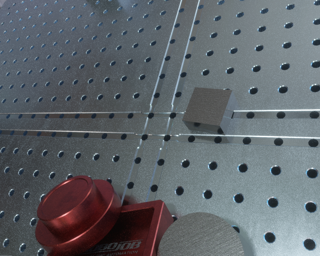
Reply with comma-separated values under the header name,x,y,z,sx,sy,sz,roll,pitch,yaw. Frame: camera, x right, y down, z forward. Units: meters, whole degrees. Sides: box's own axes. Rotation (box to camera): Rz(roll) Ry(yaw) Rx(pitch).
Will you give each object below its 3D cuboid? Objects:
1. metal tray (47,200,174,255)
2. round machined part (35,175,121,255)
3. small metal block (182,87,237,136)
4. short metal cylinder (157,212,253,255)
name,x,y,z,sx,sy,sz,roll,pitch,yaw
metal tray,-0.056,0.128,0.330,0.130,0.030,0.090,-14,29,21
round machined part,-0.097,0.092,0.351,0.098,0.042,0.098,-20,27,11
small metal block,0.063,-0.022,0.389,0.050,0.025,0.050,10,66,32
short metal cylinder,0.044,0.126,0.292,0.080,0.050,0.080,-13,56,20
